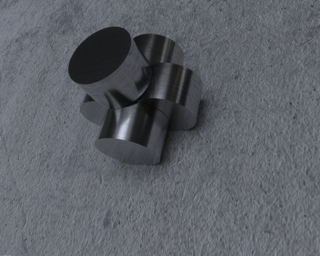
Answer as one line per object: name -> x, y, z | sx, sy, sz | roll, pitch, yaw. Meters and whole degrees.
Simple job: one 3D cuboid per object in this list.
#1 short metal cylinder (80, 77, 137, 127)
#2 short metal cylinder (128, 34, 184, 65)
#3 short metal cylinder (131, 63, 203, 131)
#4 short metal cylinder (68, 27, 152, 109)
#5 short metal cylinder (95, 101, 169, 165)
short metal cylinder -> -0.062, -0.036, 0.423 | 0.080, 0.080, 0.050 | -1, 62, 27
short metal cylinder -> -0.010, -0.082, 0.424 | 0.080, 0.080, 0.050 | -2, 61, 27
short metal cylinder -> 0.010, -0.036, 0.386 | 0.080, 0.080, 0.050 | 0, 62, 28
short metal cylinder -> -0.056, -0.069, 0.356 | 0.080, 0.050, 0.080 | -13, 56, 20
short metal cylinder -> -0.034, 0.008, 0.381 | 0.080, 0.080, 0.050 | 0, 62, 28
